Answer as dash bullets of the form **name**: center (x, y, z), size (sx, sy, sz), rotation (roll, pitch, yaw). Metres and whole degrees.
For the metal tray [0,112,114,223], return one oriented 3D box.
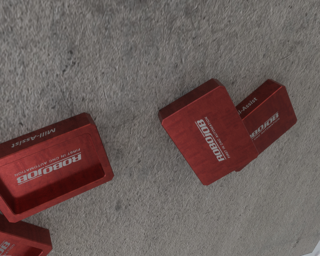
- **metal tray**: center (-0.129, 0.046, 0.361), size (0.131, 0.030, 0.089), rotation (-23, 127, -15)

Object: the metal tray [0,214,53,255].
- **metal tray**: center (-0.215, 0.174, 0.393), size (0.130, 0.030, 0.090), rotation (-47, 129, 5)

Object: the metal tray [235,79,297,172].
- **metal tray**: center (0.145, -0.002, 0.482), size (0.130, 0.030, 0.090), rotation (-40, 130, -1)

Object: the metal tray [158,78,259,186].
- **metal tray**: center (0.068, 0.009, 0.421), size (0.090, 0.030, 0.130), rotation (-31, 119, 6)
